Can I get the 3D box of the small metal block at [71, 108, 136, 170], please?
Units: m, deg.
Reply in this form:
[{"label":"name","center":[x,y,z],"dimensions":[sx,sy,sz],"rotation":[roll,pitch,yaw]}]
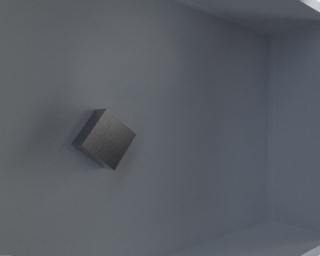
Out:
[{"label":"small metal block","center":[-0.063,0.013,0.355],"dimensions":[0.050,0.025,0.050],"rotation":[44,63,-31]}]
